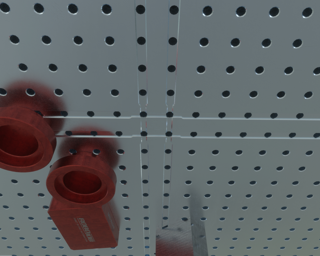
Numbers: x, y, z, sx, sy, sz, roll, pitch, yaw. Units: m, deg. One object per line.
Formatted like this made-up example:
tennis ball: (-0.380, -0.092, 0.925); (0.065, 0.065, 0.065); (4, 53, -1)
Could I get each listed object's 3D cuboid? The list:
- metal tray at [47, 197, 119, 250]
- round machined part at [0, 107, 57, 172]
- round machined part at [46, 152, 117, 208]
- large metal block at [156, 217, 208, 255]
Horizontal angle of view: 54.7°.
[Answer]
metal tray: (-0.131, 0.169, 0.551); (0.090, 0.030, 0.129); (-6, 130, 4)
round machined part: (-0.186, 0.011, 0.408); (0.099, 0.042, 0.097); (0, 130, 0)
round machined part: (-0.114, 0.074, 0.462); (0.099, 0.042, 0.097); (0, 130, 0)
large metal block: (0.039, 0.223, 0.566); (0.080, 0.080, 0.050); (-31, 124, 23)
